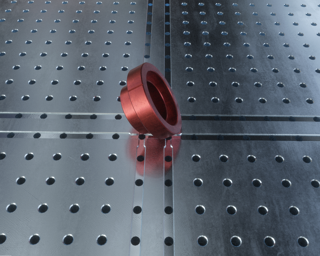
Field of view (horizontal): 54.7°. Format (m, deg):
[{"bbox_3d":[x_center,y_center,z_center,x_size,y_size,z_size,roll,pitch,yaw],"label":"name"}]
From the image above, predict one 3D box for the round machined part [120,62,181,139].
[{"bbox_3d":[-0.014,-0.031,0.397,0.042,0.098,0.098,-23,46,22],"label":"round machined part"}]
